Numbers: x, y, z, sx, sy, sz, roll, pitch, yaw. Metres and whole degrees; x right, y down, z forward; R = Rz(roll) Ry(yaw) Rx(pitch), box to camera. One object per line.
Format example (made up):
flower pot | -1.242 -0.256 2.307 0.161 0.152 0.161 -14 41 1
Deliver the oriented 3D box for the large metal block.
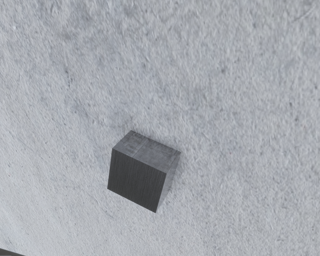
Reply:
large metal block | -0.024 0.062 0.442 0.080 0.050 0.079 23 127 14
